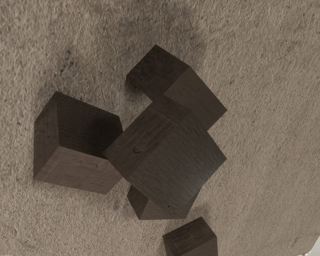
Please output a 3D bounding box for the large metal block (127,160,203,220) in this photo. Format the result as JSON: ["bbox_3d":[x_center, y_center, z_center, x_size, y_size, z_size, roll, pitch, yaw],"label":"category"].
[{"bbox_3d":[0.009,0.085,0.450,0.081,0.050,0.079,10,114,-33],"label":"large metal block"}]

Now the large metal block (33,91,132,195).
[{"bbox_3d":[-0.084,0.017,0.330,0.080,0.080,0.050,23,122,-37],"label":"large metal block"}]

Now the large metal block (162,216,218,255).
[{"bbox_3d":[0.056,0.220,0.560,0.081,0.050,0.079,-21,127,-16],"label":"large metal block"}]

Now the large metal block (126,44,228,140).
[{"bbox_3d":[0.018,-0.041,0.357,0.050,0.080,0.080,-47,130,4],"label":"large metal block"}]

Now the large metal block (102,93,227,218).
[{"bbox_3d":[0.007,0.027,0.302,0.080,0.050,0.080,-47,130,-7],"label":"large metal block"}]
